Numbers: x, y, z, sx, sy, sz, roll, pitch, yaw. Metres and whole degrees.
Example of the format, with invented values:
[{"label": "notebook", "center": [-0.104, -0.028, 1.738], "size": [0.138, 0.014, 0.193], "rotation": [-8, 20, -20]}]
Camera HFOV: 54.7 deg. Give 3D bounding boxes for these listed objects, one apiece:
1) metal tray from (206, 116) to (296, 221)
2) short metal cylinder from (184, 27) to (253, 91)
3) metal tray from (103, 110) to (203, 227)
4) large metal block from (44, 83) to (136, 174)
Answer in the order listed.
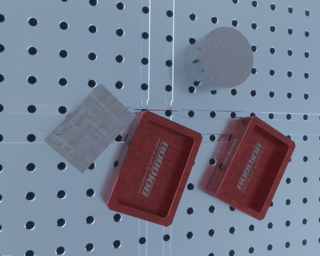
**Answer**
[{"label": "metal tray", "center": [0.137, 0.059, 0.460], "size": [0.090, 0.030, 0.130], "rotation": [31, 80, -18]}, {"label": "short metal cylinder", "center": [0.080, -0.093, 0.429], "size": [0.081, 0.050, 0.079], "rotation": [0, 90, -20]}, {"label": "metal tray", "center": [-0.008, 0.052, 0.406], "size": [0.091, 0.030, 0.130], "rotation": [23, 82, -19]}, {"label": "large metal block", "center": [-0.083, 0.000, 0.353], "size": [0.050, 0.080, 0.080], "rotation": [45, 76, -15]}]
